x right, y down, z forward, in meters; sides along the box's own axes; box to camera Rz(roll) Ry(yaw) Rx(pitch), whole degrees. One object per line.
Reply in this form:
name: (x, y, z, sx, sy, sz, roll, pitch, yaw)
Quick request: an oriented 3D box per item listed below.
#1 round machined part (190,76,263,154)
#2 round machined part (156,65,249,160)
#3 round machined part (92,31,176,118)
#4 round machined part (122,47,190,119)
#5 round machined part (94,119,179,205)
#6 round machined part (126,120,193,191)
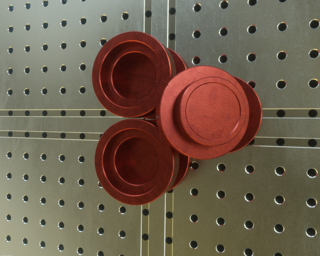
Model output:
round machined part: (0.073, -0.017, 0.378, 0.098, 0.042, 0.097, 0, 90, 20)
round machined part: (0.048, -0.016, 0.319, 0.099, 0.042, 0.097, 0, 89, -12)
round machined part: (-0.027, -0.060, 0.368, 0.098, 0.042, 0.097, 0, 90, 20)
round machined part: (-0.011, -0.061, 0.409, 0.098, 0.042, 0.097, 0, 90, 20)
round machined part: (-0.024, 0.038, 0.367, 0.098, 0.042, 0.097, 0, 90, 20)
round machined part: (-0.010, 0.038, 0.408, 0.098, 0.042, 0.097, 0, 90, 20)
